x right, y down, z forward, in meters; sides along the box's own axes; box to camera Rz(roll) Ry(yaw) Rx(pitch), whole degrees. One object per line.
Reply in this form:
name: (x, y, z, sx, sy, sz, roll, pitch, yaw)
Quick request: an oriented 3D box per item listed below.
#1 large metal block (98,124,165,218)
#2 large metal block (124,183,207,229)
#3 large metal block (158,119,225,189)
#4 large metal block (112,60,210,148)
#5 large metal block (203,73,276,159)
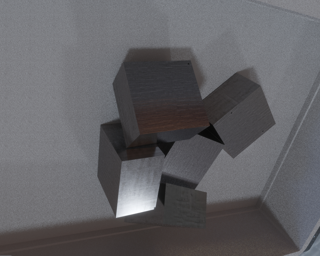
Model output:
large metal block: (-0.040, 0.048, 0.381, 0.050, 0.080, 0.079, -6, 121, -26)
large metal block: (0.008, 0.112, 0.439, 0.080, 0.080, 0.050, 21, 65, -38)
large metal block: (0.028, 0.033, 0.430, 0.080, 0.050, 0.080, 21, 107, -36)
large metal block: (-0.001, -0.027, 0.348, 0.081, 0.080, 0.050, -7, 163, -24)
large metal block: (0.107, -0.017, 0.441, 0.080, 0.050, 0.080, -40, 130, -2)
